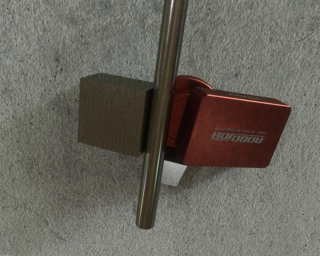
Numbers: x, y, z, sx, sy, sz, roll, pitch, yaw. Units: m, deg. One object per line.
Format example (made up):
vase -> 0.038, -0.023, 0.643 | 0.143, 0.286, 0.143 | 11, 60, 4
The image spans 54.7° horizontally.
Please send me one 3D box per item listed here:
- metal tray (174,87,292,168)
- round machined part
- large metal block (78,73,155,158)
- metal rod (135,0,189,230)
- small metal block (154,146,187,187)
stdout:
metal tray -> 0.091, 0.003, 0.387 | 0.131, 0.030, 0.089 | 5, 112, -24
round machined part -> 0.031, -0.015, 0.396 | 0.099, 0.042, 0.097 | 0, 110, 0
large metal block -> -0.050, -0.018, 0.379 | 0.080, 0.050, 0.079 | 13, 111, 14
metal rod -> 0.000, -0.015, 0.361 | 0.025, 0.025, 0.298 | 7, 108, -3
small metal block -> 0.006, 0.050, 0.419 | 0.050, 0.025, 0.050 | 15, 135, -5
